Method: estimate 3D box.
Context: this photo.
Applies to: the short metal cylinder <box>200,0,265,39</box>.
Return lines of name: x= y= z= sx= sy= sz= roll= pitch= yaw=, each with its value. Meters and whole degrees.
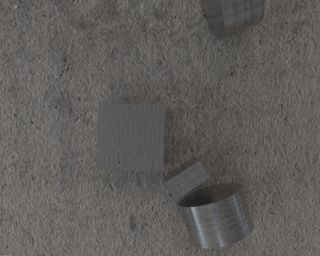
short metal cylinder: x=0.086 y=-0.158 z=0.383 sx=0.050 sy=0.080 sz=0.080 roll=-23 pitch=90 yaw=0

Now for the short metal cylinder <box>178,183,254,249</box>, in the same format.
short metal cylinder: x=0.069 y=0.106 z=0.383 sx=0.080 sy=0.080 sz=0.050 roll=-17 pitch=90 yaw=0

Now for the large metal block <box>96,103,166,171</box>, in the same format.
large metal block: x=-0.035 y=0.011 z=0.397 sx=0.081 sy=0.050 sz=0.080 roll=2 pitch=90 yaw=0

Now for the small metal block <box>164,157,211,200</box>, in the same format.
small metal block: x=0.033 y=0.063 z=0.398 sx=0.050 sy=0.050 sz=0.025 roll=-32 pitch=90 yaw=0
